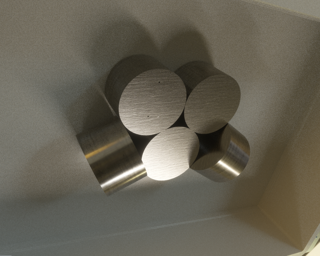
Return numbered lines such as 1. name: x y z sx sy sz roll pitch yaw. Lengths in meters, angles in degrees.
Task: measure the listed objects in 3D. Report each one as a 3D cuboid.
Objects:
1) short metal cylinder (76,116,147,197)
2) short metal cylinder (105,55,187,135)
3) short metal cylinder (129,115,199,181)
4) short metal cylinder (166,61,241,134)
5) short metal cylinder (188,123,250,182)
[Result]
1. short metal cylinder: -0.056 0.032 0.360 0.050 0.080 0.080 -27 128 -11
2. short metal cylinder: -0.017 -0.038 0.357 0.081 0.050 0.079 -14 124 -21
3. short metal cylinder: 0.004 0.021 0.406 0.081 0.050 0.079 -14 124 -21
4. short metal cylinder: 0.054 -0.039 0.396 0.081 0.050 0.079 -14 124 -21
5. short metal cylinder: 0.076 0.030 0.430 0.050 0.080 0.080 34 99 -38
